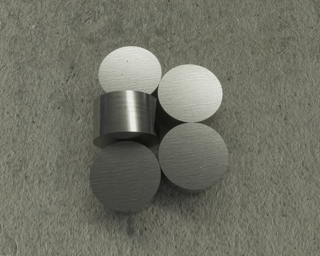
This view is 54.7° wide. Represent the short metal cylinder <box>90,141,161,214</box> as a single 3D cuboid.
[{"bbox_3d":[-0.039,0.061,0.373,0.080,0.050,0.080,0,70,1],"label":"short metal cylinder"}]

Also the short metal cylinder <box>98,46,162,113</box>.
[{"bbox_3d":[-0.038,-0.062,0.418,0.080,0.050,0.080,0,70,1],"label":"short metal cylinder"}]

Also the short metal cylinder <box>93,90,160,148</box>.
[{"bbox_3d":[-0.041,-0.006,0.382,0.081,0.080,0.050,-3,70,-1],"label":"short metal cylinder"}]

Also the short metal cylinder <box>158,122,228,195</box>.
[{"bbox_3d":[0.039,0.039,0.381,0.080,0.050,0.080,0,70,1],"label":"short metal cylinder"}]

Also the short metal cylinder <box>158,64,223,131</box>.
[{"bbox_3d":[0.038,-0.036,0.409,0.081,0.050,0.080,0,71,0],"label":"short metal cylinder"}]
